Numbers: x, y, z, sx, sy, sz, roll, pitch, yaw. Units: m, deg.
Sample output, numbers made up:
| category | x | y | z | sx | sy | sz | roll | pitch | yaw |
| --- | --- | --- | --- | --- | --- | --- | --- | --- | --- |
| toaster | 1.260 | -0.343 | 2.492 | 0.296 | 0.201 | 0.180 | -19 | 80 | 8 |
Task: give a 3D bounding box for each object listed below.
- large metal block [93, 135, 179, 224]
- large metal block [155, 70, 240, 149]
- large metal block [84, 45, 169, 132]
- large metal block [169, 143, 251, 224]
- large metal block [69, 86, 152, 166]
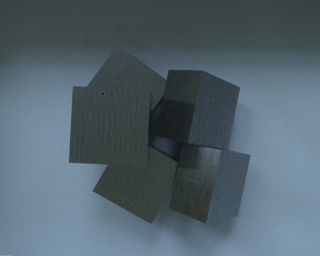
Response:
| category | x | y | z | sx | sy | sz | roll | pitch | yaw |
| --- | --- | --- | --- | --- | --- | --- | --- | --- | --- |
| large metal block | -0.026 | 0.060 | 0.394 | 0.080 | 0.050 | 0.080 | 30 | 90 | -1 |
| large metal block | 0.048 | -0.021 | 0.377 | 0.081 | 0.050 | 0.080 | 11 | 90 | -45 |
| large metal block | -0.042 | -0.045 | 0.397 | 0.080 | 0.050 | 0.080 | 36 | 90 | -1 |
| large metal block | 0.063 | 0.064 | 0.376 | 0.050 | 0.080 | 0.080 | 12 | 90 | 39 |
| large metal block | -0.052 | -0.002 | 0.345 | 0.081 | 0.050 | 0.079 | 3 | 89 | 1 |
